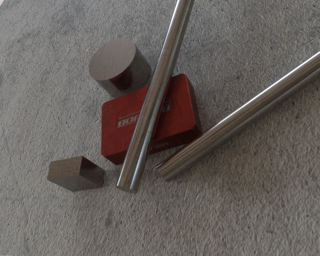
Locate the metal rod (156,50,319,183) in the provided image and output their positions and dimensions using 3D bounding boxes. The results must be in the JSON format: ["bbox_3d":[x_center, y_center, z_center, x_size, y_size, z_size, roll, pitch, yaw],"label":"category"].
[{"bbox_3d":[0.125,-0.033,0.358,0.300,0.025,0.025,-36,51,4],"label":"metal rod"}]

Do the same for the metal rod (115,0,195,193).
[{"bbox_3d":[0.001,-0.063,0.402,0.025,0.025,0.300,2,62,29],"label":"metal rod"}]

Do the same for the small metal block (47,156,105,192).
[{"bbox_3d":[-0.109,0.062,0.408,0.050,0.050,0.025,-12,57,22],"label":"small metal block"}]

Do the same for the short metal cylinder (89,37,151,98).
[{"bbox_3d":[-0.061,-0.091,0.476,0.080,0.050,0.080,-13,56,21],"label":"short metal cylinder"}]

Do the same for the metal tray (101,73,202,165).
[{"bbox_3d":[-0.015,-0.011,0.416,0.130,0.030,0.090,-18,54,17],"label":"metal tray"}]
